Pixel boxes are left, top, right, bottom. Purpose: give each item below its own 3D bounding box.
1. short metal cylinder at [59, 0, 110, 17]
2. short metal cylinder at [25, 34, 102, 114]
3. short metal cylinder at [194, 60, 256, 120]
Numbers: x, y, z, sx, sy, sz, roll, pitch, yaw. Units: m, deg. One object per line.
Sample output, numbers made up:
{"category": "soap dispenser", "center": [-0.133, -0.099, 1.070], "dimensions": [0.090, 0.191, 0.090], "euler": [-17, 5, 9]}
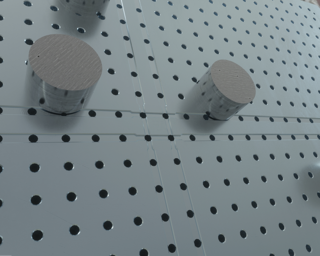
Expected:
{"category": "short metal cylinder", "center": [-0.110, -0.215, 0.464], "dimensions": [0.081, 0.050, 0.080], "euler": [14, 56, -21]}
{"category": "short metal cylinder", "center": [-0.115, -0.064, 0.369], "dimensions": [0.081, 0.050, 0.080], "euler": [14, 56, -21]}
{"category": "short metal cylinder", "center": [0.100, -0.059, 0.481], "dimensions": [0.081, 0.050, 0.080], "euler": [14, 56, -21]}
